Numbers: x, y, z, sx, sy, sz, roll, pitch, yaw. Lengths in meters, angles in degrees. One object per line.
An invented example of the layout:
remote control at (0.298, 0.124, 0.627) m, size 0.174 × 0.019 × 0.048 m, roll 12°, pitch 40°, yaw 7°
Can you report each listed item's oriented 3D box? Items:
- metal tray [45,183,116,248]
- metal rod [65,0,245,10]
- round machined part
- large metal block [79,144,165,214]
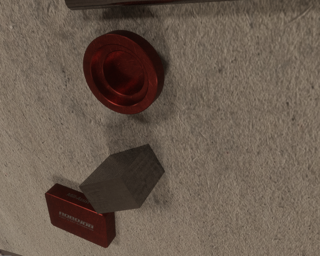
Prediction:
metal tray at (-0.148, 0.164, 0.581) m, size 0.130 × 0.030 × 0.089 m, roll 15°, pitch 125°, yaw 19°
metal rod at (0.032, -0.136, 0.304) m, size 0.301 × 0.025 × 0.025 m, roll 7°, pitch 121°, yaw 24°
round machined part at (-0.039, -0.069, 0.373) m, size 0.098 × 0.042 × 0.097 m, roll 13°, pitch 124°, yaw 20°
large metal block at (-0.052, 0.072, 0.442) m, size 0.080 × 0.080 × 0.050 m, roll -18°, pitch 109°, yaw 35°
